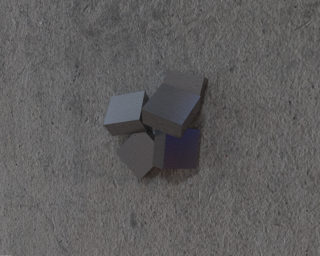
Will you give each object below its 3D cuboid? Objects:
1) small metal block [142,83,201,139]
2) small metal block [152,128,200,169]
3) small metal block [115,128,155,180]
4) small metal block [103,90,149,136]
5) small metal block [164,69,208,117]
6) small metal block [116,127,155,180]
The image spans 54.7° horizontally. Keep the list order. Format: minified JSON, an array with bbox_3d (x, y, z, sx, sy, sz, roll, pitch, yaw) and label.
[{"bbox_3d":[0.014,-0.021,0.364,0.050,0.025,0.050,23,54,18],"label":"small metal block"},{"bbox_3d":[0.020,0.024,0.387,0.025,0.050,0.050,6,92,58],"label":"small metal block"},{"bbox_3d":[-0.022,0.033,0.417,0.050,0.025,0.050,-46,76,14],"label":"small metal block"},{"bbox_3d":[-0.042,-0.019,0.411,0.050,0.025,0.050,-8,50,19],"label":"small metal block"},{"bbox_3d":[0.030,-0.045,0.399,0.050,0.025,0.050,15,95,19],"label":"small metal block"},{"bbox_3d":[-0.022,0.033,0.417,0.050,0.025,0.050,-46,76,14],"label":"small metal block"}]
